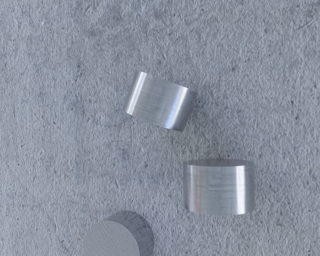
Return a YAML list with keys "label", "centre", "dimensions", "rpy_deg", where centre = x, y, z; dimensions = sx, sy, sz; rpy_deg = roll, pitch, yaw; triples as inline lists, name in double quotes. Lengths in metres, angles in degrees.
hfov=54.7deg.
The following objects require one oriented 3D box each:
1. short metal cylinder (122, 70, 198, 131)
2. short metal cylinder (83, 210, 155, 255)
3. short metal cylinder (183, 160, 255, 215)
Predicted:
- label: "short metal cylinder"
  centre: [0.000, -0.033, 0.380]
  dimensions: [0.080, 0.080, 0.050]
  rpy_deg: [22, 98, 18]
- label: "short metal cylinder"
  centre: [-0.054, 0.157, 0.415]
  dimensions: [0.080, 0.050, 0.080]
  rpy_deg: [0, 90, 20]
- label: "short metal cylinder"
  centre: [0.067, 0.064, 0.356]
  dimensions: [0.080, 0.080, 0.050]
  rpy_deg: [-1, 90, 20]
